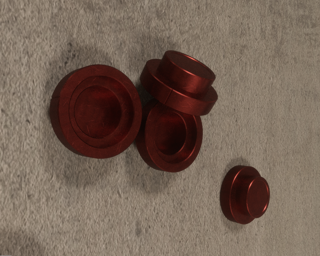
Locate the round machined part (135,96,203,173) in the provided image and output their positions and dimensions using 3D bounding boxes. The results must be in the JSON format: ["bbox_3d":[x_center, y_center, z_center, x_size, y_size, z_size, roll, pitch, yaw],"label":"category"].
[{"bbox_3d":[0.007,0.007,0.402,0.099,0.042,0.097,0,90,-40],"label":"round machined part"}]

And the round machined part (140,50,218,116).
[{"bbox_3d":[0.029,-0.061,0.381,0.099,0.098,0.042,1,128,-40],"label":"round machined part"}]

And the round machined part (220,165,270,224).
[{"bbox_3d":[0.149,0.113,0.522,0.099,0.042,0.097,0,90,-40],"label":"round machined part"}]

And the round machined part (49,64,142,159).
[{"bbox_3d":[-0.071,-0.017,0.335,0.099,0.042,0.097,0,90,-40],"label":"round machined part"}]
